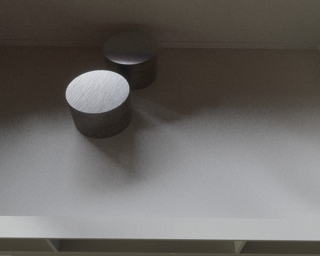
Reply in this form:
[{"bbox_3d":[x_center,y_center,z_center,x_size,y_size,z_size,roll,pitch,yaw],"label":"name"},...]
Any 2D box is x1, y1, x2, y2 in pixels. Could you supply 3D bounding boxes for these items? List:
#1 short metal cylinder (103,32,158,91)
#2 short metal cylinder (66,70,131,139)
[{"bbox_3d":[-0.044,-0.103,0.475,0.081,0.050,0.080,0,50,0],"label":"short metal cylinder"},{"bbox_3d":[-0.080,-0.032,0.415,0.081,0.050,0.080,0,50,0],"label":"short metal cylinder"}]
